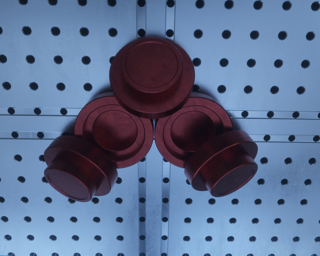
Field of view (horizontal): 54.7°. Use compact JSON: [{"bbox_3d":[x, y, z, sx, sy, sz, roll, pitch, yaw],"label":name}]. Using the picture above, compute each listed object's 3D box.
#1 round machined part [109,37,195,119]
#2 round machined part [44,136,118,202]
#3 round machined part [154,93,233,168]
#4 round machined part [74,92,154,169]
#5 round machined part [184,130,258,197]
[{"bbox_3d":[-0.009,-0.063,0.354,0.099,0.042,0.098,0,72,-1],"label":"round machined part"},{"bbox_3d":[-0.108,0.059,0.400,0.098,0.042,0.097,16,139,15],"label":"round machined part"},{"bbox_3d":[0.042,0.001,0.405,0.099,0.042,0.097,0,110,-1],"label":"round machined part"},{"bbox_3d":[-0.057,0.000,0.403,0.099,0.042,0.097,0,110,-1],"label":"round machined part"},{"bbox_3d":[0.084,0.052,0.396,0.099,0.042,0.097,-20,143,-16],"label":"round machined part"}]
